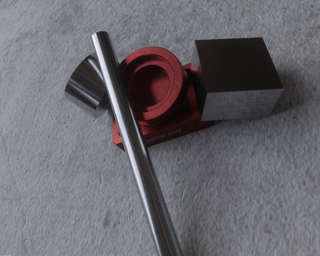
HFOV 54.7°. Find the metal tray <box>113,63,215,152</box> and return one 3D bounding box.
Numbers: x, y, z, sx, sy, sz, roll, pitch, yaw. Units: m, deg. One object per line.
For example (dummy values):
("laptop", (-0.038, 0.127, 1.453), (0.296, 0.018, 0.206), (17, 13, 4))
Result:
("metal tray", (0.000, -0.027, 0.417), (0.130, 0.030, 0.090), (-19, 54, 16))

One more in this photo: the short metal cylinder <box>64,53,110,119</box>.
("short metal cylinder", (-0.090, -0.060, 0.444), (0.050, 0.080, 0.080), (35, 79, 2))

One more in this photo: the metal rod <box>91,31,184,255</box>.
("metal rod", (-0.030, 0.015, 0.354), (0.025, 0.025, 0.299), (-24, 70, 13))

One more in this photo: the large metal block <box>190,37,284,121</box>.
("large metal block", (0.083, -0.057, 0.358), (0.081, 0.050, 0.080), (-4, 56, -5))

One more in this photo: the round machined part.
("round machined part", (-0.010, -0.051, 0.399), (0.098, 0.042, 0.098), (-6, 75, 22))
